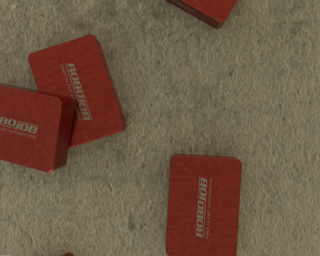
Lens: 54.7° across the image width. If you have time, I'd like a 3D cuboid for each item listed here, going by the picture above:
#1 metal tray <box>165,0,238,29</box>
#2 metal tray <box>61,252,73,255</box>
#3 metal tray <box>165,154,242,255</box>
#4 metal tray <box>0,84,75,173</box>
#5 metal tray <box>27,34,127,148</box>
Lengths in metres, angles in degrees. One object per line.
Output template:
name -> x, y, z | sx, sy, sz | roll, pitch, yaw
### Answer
metal tray -> 0.047, -0.203, 0.408 | 0.130, 0.030, 0.090 | 29, 90, -1
metal tray -> -0.133, 0.244, 0.405 | 0.090, 0.030, 0.129 | -26, 90, -1
metal tray -> 0.056, 0.102, 0.408 | 0.091, 0.030, 0.129 | 3, 90, -1
metal tray -> -0.177, -0.005, 0.384 | 0.131, 0.030, 0.089 | 12, 99, 12
metal tray -> -0.106, -0.045, 0.406 | 0.090, 0.030, 0.129 | -18, 90, -1
